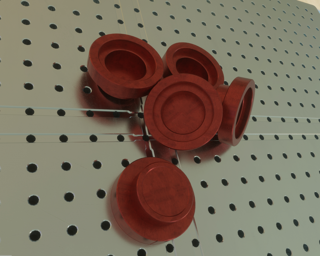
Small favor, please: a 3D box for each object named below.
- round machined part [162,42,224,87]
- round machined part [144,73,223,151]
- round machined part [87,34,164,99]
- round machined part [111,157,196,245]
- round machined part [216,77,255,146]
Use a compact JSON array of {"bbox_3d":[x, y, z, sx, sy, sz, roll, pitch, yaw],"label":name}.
[{"bbox_3d":[0.045,-0.079,0.470,0.099,0.042,0.098,14,54,-20],"label":"round machined part"},{"bbox_3d":[0.030,-0.019,0.406,0.099,0.042,0.097,0,84,5],"label":"round machined part"},{"bbox_3d":[-0.048,-0.077,0.415,0.099,0.042,0.098,11,53,-15],"label":"round machined part"},{"bbox_3d":[-0.002,0.077,0.351,0.099,0.042,0.098,14,56,-21],"label":"round machined part"},{"bbox_3d":[0.101,-0.026,0.446,0.042,0.097,0.098,17,46,25],"label":"round machined part"}]
